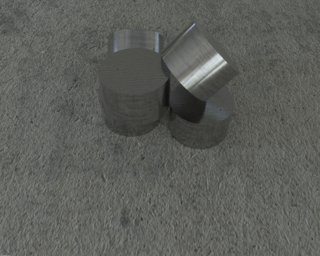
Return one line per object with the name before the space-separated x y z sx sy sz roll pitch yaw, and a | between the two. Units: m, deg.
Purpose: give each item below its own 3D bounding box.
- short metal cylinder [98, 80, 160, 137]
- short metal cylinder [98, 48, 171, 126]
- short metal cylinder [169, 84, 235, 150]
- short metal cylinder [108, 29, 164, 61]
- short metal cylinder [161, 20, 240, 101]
short metal cylinder | -0.039 -0.034 0.416 0.081 0.050 0.080 0 50 0
short metal cylinder | -0.028 -0.049 0.364 0.081 0.050 0.080 0 50 0
short metal cylinder | 0.052 -0.019 0.404 0.081 0.050 0.080 0 50 0
short metal cylinder | -0.035 -0.105 0.449 0.081 0.080 0.050 0 89 -1
short metal cylinder | 0.047 -0.078 0.361 0.050 0.080 0.080 -41 49 22
